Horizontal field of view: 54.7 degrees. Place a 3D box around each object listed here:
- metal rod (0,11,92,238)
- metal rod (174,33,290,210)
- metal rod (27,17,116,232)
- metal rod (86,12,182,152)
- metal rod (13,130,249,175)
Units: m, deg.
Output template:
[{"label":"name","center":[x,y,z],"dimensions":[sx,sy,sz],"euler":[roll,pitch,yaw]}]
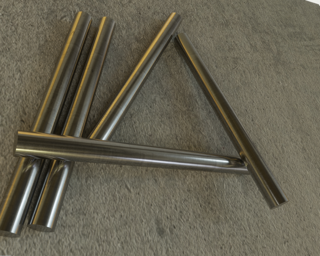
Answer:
[{"label":"metal rod","center":[-0.122,-0.031,0.356],"dimensions":[0.025,0.025,0.300],"euler":[19,54,-18]},{"label":"metal rod","center":[0.091,-0.027,0.445],"dimensions":[0.025,0.025,0.299],"euler":[-7,58,-31]},{"label":"metal rod","center":[-0.094,-0.030,0.371],"dimensions":[0.025,0.025,0.300],"euler":[20,54,-17]},{"label":"metal rod","center":[-0.026,-0.080,0.437],"dimensions":[0.025,0.025,0.301],"euler":[32,52,-8]},{"label":"metal rod","center":[-0.004,0.034,0.360],"dimensions":[0.302,0.025,0.025],"euler":[9,58,-31]}]
